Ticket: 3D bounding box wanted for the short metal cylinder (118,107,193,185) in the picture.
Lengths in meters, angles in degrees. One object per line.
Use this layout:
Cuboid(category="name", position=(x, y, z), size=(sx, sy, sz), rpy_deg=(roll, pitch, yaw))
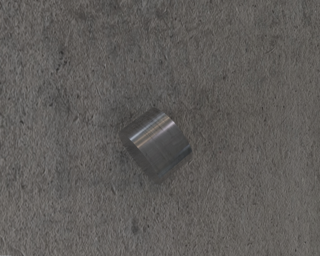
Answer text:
Cuboid(category="short metal cylinder", position=(-0.006, 0.022, 0.377), size=(0.050, 0.080, 0.080), rpy_deg=(-38, 102, -16))
